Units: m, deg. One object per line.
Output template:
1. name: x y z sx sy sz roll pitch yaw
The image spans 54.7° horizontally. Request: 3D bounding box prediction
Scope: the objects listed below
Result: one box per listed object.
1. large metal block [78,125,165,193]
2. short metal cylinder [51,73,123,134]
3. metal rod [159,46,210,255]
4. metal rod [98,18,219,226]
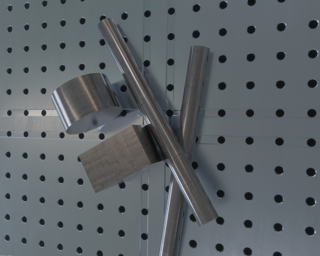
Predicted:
1. large metal block: -0.041 0.037 0.398 0.080 0.080 0.050 -29 81 17
2. short metal cylinder: -0.097 -0.031 0.418 0.080 0.080 0.050 -29 81 17
3. metal rod: 0.029 0.045 0.402 0.025 0.025 0.298 10 93 19
4. metal rod: -0.010 -0.020 0.397 0.025 0.025 0.299 -33 72 17
